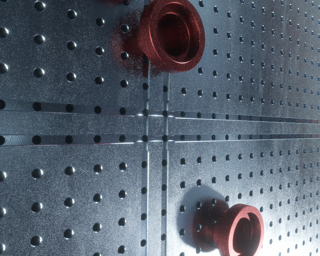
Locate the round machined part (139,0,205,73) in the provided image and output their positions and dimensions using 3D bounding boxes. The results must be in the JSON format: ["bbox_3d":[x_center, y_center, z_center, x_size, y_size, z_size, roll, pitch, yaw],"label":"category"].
[{"bbox_3d":[0.011,-0.121,0.409,0.099,0.042,0.097,0,90,-40],"label":"round machined part"}]

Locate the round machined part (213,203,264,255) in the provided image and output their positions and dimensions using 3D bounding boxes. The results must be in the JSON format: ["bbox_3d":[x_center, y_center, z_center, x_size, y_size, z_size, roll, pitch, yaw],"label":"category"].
[{"bbox_3d":[0.125,0.173,0.506,0.099,0.042,0.097,0,90,-40],"label":"round machined part"}]
